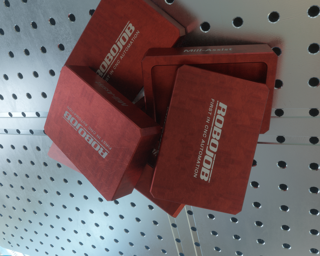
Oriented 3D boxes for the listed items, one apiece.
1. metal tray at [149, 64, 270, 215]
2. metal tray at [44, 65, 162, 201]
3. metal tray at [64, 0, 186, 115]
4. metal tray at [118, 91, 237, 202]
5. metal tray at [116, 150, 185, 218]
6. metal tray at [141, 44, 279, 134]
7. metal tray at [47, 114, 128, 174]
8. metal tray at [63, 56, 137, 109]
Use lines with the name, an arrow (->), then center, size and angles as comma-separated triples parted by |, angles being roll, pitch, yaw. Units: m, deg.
metal tray -> 0.047, 0.012, 0.309 | 0.090, 0.030, 0.129 | 13, 90, -4
metal tray -> -0.068, 0.002, 0.331 | 0.130, 0.030, 0.089 | 39, 118, 27
metal tray -> -0.045, -0.085, 0.355 | 0.090, 0.030, 0.129 | 39, 115, -1
metal tray -> 0.025, 0.013, 0.365 | 0.130, 0.090, 0.030 | 38, 130, 3
metal tray -> -0.010, 0.063, 0.396 | 0.090, 0.130, 0.030 | 36, 87, 3
metal tray -> 0.050, -0.039, 0.329 | 0.131, 0.030, 0.089 | -1, 120, 6
metal tray -> -0.105, 0.026, 0.451 | 0.090, 0.030, 0.129 | 31, 142, -12
metal tray -> -0.089, -0.037, 0.432 | 0.090, 0.030, 0.129 | 33, 129, 6
